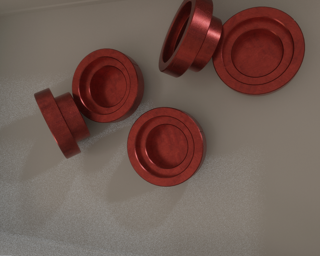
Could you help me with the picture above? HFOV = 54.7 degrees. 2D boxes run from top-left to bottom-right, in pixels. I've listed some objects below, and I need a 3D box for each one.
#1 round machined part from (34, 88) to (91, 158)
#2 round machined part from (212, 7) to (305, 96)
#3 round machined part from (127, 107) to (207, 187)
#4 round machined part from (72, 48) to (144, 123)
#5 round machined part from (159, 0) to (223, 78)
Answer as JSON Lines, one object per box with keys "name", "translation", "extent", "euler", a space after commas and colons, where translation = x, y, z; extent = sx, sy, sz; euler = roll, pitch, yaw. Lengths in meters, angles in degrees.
{"name": "round machined part", "translation": [-0.129, -0.011, 0.424], "extent": [0.042, 0.098, 0.098], "euler": [-26, 80, -15]}
{"name": "round machined part", "translation": [0.114, -0.086, 0.361], "extent": [0.098, 0.042, 0.097], "euler": [0, 90, 19]}
{"name": "round machined part", "translation": [0.011, 0.023, 0.397], "extent": [0.098, 0.042, 0.097], "euler": [0, 90, 19]}
{"name": "round machined part", "translation": [-0.066, -0.055, 0.424], "extent": [0.098, 0.042, 0.097], "euler": [0, 90, 19]}
{"name": "round machined part", "translation": [0.038, -0.105, 0.368], "extent": [0.042, 0.098, 0.097], "euler": [19, 98, -16]}
